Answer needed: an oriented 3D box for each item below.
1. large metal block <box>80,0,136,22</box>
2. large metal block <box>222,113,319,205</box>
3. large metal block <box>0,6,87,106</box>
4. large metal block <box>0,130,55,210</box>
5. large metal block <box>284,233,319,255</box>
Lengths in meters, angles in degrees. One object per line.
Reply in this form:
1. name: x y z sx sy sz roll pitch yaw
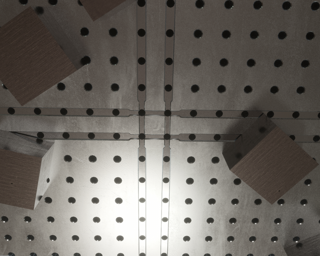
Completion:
1. large metal block: -0.064 -0.162 0.324 0.050 0.080 0.080 -30 108 10
2. large metal block: 0.146 0.041 0.418 0.080 0.050 0.080 39 105 -14
3. large metal block: -0.149 -0.085 0.367 0.080 0.050 0.080 -30 108 10
4. large metal block: -0.196 0.055 0.418 0.081 0.050 0.079 14 109 -6
5. large metal block: 0.248 0.211 0.466 0.080 0.080 0.050 -28 108 9
